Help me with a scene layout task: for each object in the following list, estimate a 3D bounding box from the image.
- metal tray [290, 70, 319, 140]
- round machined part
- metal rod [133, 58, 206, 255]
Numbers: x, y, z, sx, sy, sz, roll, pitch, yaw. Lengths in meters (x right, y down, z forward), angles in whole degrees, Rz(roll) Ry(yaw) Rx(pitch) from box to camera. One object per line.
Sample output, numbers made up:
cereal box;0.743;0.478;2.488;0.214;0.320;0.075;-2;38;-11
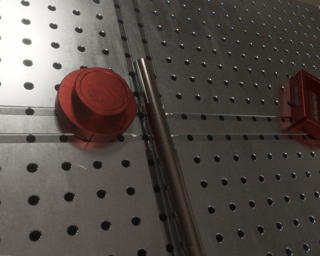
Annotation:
metal tray;0.298;-0.042;0.594;0.090;0.030;0.130;25;53;-13
round machined part;-0.074;-0.035;0.380;0.099;0.042;0.098;14;56;-21
metal rod;0.009;0.038;0.391;0.025;0.025;0.299;-1;62;-29
